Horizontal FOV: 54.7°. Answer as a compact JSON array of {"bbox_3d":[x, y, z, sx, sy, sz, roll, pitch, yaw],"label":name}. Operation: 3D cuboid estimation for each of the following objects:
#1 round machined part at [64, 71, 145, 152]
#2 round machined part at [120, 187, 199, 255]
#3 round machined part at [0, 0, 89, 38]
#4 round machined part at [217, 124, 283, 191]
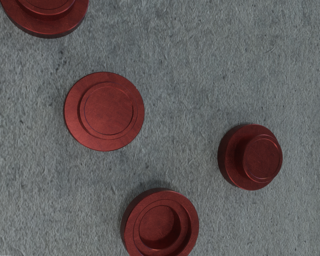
[{"bbox_3d":[-0.065,-0.020,0.376,0.099,0.042,0.097,0,90,-20],"label":"round machined part"},{"bbox_3d":[-0.003,0.125,0.399,0.099,0.042,0.097,0,90,-20],"label":"round machined part"},{"bbox_3d":[-0.130,-0.156,0.351,0.099,0.042,0.097,0,90,-20],"label":"round machined part"},{"bbox_3d":[0.137,0.043,0.450,0.099,0.042,0.097,0,90,-20],"label":"round machined part"}]
